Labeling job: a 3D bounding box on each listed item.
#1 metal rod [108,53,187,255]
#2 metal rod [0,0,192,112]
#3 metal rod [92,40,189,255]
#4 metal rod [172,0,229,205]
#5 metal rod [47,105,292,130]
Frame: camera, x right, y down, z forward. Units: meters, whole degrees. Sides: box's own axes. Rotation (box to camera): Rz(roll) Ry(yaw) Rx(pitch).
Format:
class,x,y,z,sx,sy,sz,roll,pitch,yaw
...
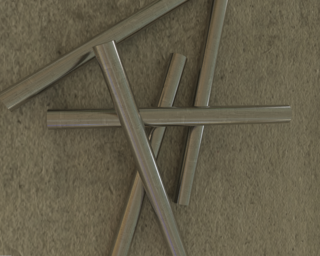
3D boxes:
class,x,y,z,sx,sy,sz,roll,pitch,yaw
metal rod,-0.018,0.046,0.403,0.025,0.025,0.299,19,84,-20
metal rod,-0.058,-0.114,0.388,0.301,0.025,0.025,-37,102,-17
metal rod,-0.015,0.046,0.372,0.025,0.025,0.298,-25,111,-19
metal rod,0.058,-0.044,0.431,0.025,0.025,0.298,13,86,-20
metal rod,0.019,-0.014,0.386,0.302,0.025,0.025,-2,91,-9
